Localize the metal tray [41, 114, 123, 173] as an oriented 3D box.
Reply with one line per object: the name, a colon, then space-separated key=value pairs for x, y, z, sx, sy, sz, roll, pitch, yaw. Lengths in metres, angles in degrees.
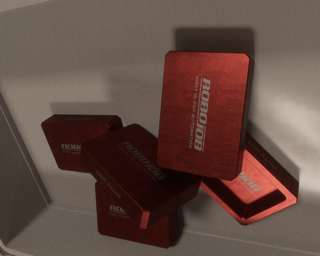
metal tray: x=-0.113 y=0.026 z=0.479 sx=0.130 sy=0.030 sz=0.089 roll=2 pitch=120 yaw=27

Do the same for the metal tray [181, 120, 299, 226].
metal tray: x=0.094 y=0.056 z=0.389 sx=0.130 sy=0.030 sz=0.090 roll=44 pitch=129 yaw=-3

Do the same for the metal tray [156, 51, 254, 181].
metal tray: x=0.048 y=-0.015 z=0.337 sx=0.090 sy=0.030 sz=0.129 roll=8 pitch=98 yaw=23

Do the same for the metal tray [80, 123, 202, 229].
metal tray: x=-0.026 y=0.051 z=0.381 sx=0.130 sy=0.091 sz=0.030 roll=38 pitch=133 yaw=32

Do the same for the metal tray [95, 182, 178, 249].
metal tray: x=-0.038 y=0.128 z=0.483 sx=0.130 sy=0.030 sz=0.089 roll=1 pitch=97 yaw=27
